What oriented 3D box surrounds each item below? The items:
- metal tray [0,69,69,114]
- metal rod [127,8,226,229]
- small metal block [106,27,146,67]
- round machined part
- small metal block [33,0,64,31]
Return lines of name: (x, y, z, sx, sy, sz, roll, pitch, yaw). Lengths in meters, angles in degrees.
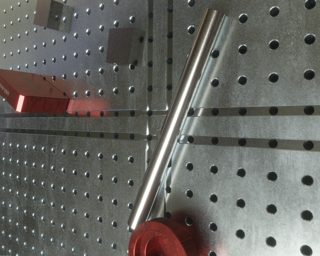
metal tray: (-0.239, -0.068, 0.564, 0.130, 0.091, 0.030, 34, 111, 35)
metal rod: (0.015, 0.001, 0.396, 0.025, 0.025, 0.298, 31, 109, 35)
small metal block: (-0.050, -0.117, 0.451, 0.050, 0.025, 0.050, 13, 98, 39)
round machined part: (0.009, 0.162, 0.391, 0.098, 0.042, 0.097, 0, 90, 40)
small metal block: (-0.211, -0.215, 0.584, 0.050, 0.025, 0.050, 24, 105, 37)
